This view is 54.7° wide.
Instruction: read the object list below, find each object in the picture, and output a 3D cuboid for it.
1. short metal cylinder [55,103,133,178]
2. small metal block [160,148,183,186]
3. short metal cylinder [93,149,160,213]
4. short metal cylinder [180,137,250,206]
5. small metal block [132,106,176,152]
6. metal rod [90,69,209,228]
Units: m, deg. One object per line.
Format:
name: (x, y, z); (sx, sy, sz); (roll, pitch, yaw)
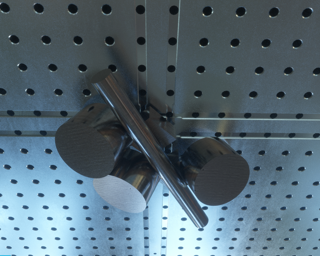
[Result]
short metal cylinder: (-0.081, 0.015, 0.385); (0.080, 0.050, 0.079); (11, 123, 17)
small metal block: (0.023, 0.064, 0.462); (0.050, 0.025, 0.050); (-33, 123, 24)
short metal cylinder: (-0.046, 0.074, 0.435); (0.080, 0.050, 0.079); (16, 137, 16)
short metal cylinder: (0.074, 0.059, 0.424); (0.081, 0.050, 0.079); (-8, 116, -17)
small metal block: (-0.014, 0.006, 0.412); (0.050, 0.025, 0.050); (-36, 122, 26)
metal rod: (0.002, 0.048, 0.414); (0.025, 0.025, 0.299); (-20, 127, 16)
